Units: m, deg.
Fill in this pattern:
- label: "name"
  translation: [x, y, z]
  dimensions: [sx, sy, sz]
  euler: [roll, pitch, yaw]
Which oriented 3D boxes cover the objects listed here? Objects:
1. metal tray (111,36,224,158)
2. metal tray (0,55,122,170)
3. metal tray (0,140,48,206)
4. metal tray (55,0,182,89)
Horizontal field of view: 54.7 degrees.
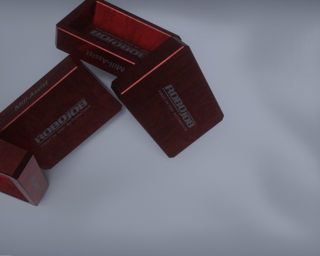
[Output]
- label: "metal tray"
  translation: [0.015, -0.030, 0.368]
  dimensions: [0.090, 0.030, 0.130]
  euler: [-38, 134, 0]
- label: "metal tray"
  translation: [-0.122, -0.015, 0.376]
  dimensions: [0.130, 0.090, 0.030]
  euler: [-40, 50, 2]
- label: "metal tray"
  translation: [-0.185, 0.047, 0.357]
  dimensions: [0.090, 0.129, 0.030]
  euler: [22, 62, -1]
- label: "metal tray"
  translation: [-0.048, -0.106, 0.382]
  dimensions: [0.131, 0.030, 0.090]
  euler: [25, 48, -1]
